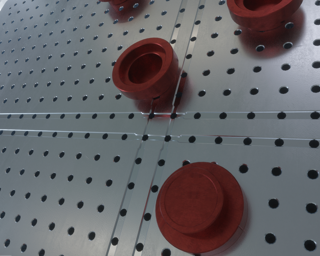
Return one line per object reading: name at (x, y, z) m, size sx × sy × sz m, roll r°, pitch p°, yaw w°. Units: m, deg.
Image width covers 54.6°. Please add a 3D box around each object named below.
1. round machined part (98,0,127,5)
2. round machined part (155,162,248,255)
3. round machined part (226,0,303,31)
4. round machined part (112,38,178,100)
round machined part at (-0.086, -0.287, 0.620) m, size 0.098 × 0.042 × 0.098 m, roll -13°, pitch 56°, yaw 21°
round machined part at (0.039, 0.081, 0.328) m, size 0.098 × 0.042 × 0.098 m, roll -13°, pitch 56°, yaw 21°
round machined part at (0.146, -0.174, 0.428) m, size 0.098 × 0.042 × 0.098 m, roll -13°, pitch 56°, yaw 21°
round machined part at (-0.018, -0.082, 0.458) m, size 0.098 × 0.042 × 0.098 m, roll -13°, pitch 56°, yaw 21°
